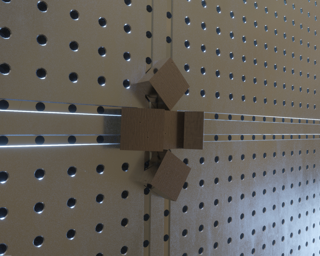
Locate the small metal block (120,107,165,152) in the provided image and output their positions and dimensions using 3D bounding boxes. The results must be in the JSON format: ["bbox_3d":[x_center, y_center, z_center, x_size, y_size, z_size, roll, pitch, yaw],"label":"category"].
[{"bbox_3d":[-0.021,0.002,0.374,0.050,0.025,0.050,2,89,-4],"label":"small metal block"}]

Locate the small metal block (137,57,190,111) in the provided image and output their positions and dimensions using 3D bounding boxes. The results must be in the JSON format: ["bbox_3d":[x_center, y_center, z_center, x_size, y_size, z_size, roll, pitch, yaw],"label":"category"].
[{"bbox_3d":[0.006,-0.057,0.413,0.050,0.025,0.050,-52,120,-28],"label":"small metal block"}]

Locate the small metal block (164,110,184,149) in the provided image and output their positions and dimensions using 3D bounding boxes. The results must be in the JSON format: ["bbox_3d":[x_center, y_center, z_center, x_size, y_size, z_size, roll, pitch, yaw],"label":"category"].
[{"bbox_3d":[0.007,0.003,0.413,0.050,0.025,0.050,2,88,-40],"label":"small metal block"}]

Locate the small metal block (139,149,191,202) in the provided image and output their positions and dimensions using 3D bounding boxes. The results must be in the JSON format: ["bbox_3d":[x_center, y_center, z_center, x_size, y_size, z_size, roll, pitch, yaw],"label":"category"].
[{"bbox_3d":[0.008,0.063,0.414,0.050,0.025,0.050,41,66,-31],"label":"small metal block"}]

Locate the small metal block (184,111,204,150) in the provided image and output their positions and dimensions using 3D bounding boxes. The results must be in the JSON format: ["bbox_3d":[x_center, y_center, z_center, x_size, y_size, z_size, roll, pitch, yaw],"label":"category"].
[{"bbox_3d":[0.048,0.004,0.431,0.050,0.025,0.050,11,80,-80],"label":"small metal block"}]
